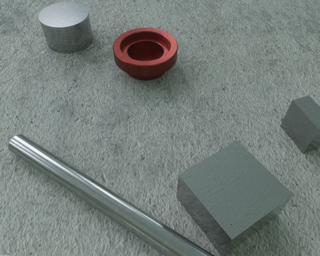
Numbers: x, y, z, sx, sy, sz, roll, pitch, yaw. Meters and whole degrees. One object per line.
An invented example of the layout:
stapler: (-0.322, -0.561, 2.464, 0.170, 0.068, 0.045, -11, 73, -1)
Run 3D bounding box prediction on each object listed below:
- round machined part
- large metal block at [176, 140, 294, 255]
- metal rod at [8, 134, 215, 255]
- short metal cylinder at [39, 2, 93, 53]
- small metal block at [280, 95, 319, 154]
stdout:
round machined part: (-0.022, -0.112, 0.486, 0.099, 0.042, 0.098, 0, 50, 0)
large metal block: (0.074, 0.072, 0.328, 0.081, 0.050, 0.080, -27, 55, -21)
metal rod: (-0.051, 0.083, 0.332, 0.301, 0.025, 0.025, 27, 55, 20)
short metal cylinder: (-0.159, -0.173, 0.530, 0.081, 0.050, 0.080, 0, 50, 0)
small metal block: (0.185, -0.004, 0.393, 0.025, 0.050, 0.050, -16, 52, -13)
